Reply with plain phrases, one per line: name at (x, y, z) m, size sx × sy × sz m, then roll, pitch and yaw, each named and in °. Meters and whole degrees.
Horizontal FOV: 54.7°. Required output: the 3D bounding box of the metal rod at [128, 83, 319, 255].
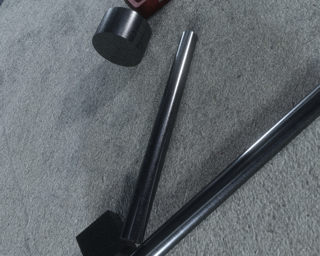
metal rod at (0.073, 0.057, 0.330) m, size 0.300 × 0.025 × 0.025 m, roll -42°, pitch 51°, yaw -1°

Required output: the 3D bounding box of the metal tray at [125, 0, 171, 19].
metal tray at (-0.003, -0.263, 0.563) m, size 0.130 × 0.030 × 0.090 m, roll -37°, pitch 51°, yaw 3°

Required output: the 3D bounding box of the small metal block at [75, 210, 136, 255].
small metal block at (-0.062, 0.132, 0.355) m, size 0.050 × 0.025 × 0.050 m, roll -40°, pitch 51°, yaw 0°

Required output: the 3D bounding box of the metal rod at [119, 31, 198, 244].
metal rod at (0.007, -0.009, 0.395) m, size 0.025 × 0.025 × 0.300 m, roll 0°, pitch 58°, yaw 28°

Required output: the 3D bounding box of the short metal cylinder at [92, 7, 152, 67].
short metal cylinder at (-0.059, -0.141, 0.486) m, size 0.080 × 0.080 × 0.050 m, roll 5°, pitch 65°, yaw 30°
